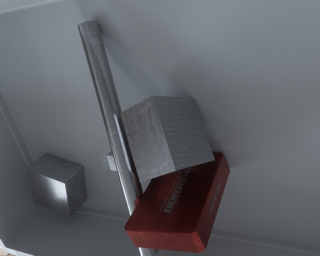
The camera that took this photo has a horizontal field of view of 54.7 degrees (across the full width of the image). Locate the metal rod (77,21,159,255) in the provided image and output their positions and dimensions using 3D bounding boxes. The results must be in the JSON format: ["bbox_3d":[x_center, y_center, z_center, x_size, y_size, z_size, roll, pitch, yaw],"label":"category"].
[{"bbox_3d":[-0.051,0.018,0.390,0.025,0.025,0.298,-11,96,32],"label":"metal rod"}]

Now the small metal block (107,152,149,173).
[{"bbox_3d":[-0.037,0.037,0.434,0.050,0.050,0.025,4,120,26],"label":"small metal block"}]

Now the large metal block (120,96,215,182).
[{"bbox_3d":[0.010,0.011,0.355,0.050,0.081,0.080,-25,78,36],"label":"large metal block"}]

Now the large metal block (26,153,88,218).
[{"bbox_3d":[-0.179,0.100,0.546,0.080,0.050,0.079,16,125,19],"label":"large metal block"}]

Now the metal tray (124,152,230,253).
[{"bbox_3d":[0.026,0.084,0.377,0.090,0.130,0.030,-8,120,31],"label":"metal tray"}]
